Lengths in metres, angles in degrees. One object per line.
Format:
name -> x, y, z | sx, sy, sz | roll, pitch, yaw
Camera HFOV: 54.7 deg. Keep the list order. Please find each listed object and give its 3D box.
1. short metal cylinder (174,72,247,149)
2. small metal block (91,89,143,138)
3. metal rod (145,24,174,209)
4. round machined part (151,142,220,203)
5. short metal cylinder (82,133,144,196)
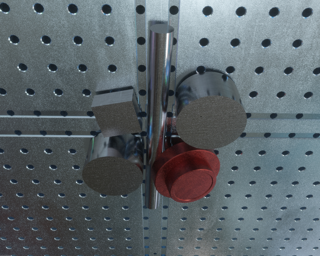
short metal cylinder -> 0.059, -0.020, 0.373 | 0.081, 0.050, 0.079 | 0, 130, 0
small metal block -> -0.053, -0.018, 0.391 | 0.050, 0.025, 0.050 | -9, 130, 7
metal rod -> -0.005, 0.011, 0.415 | 0.025, 0.025, 0.298 | 2, 130, -2
round machined part -> 0.040, 0.068, 0.438 | 0.099, 0.042, 0.097 | -11, 131, -12
short metal cylinder -> -0.063, 0.049, 0.431 | 0.081, 0.050, 0.079 | 0, 130, 0
